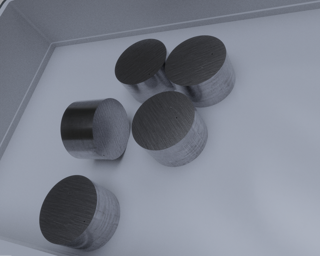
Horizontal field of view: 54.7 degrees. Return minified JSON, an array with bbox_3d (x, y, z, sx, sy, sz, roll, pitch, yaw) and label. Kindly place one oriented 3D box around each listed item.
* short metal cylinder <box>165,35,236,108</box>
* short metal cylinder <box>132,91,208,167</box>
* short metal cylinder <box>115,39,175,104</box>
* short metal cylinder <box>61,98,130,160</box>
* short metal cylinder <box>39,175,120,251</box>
[{"bbox_3d":[0.053,-0.074,0.406,0.080,0.050,0.080,-13,56,20],"label":"short metal cylinder"},{"bbox_3d":[0.013,0.002,0.381,0.080,0.050,0.080,-13,56,20],"label":"short metal cylinder"},{"bbox_3d":[-0.017,-0.081,0.447,0.080,0.050,0.080,-13,56,20],"label":"short metal cylinder"},{"bbox_3d":[-0.084,0.002,0.412,0.050,0.080,0.080,-2,61,27],"label":"short metal cylinder"},{"bbox_3d":[-0.096,0.103,0.375,0.080,0.050,0.080,-13,56,20],"label":"short metal cylinder"}]
